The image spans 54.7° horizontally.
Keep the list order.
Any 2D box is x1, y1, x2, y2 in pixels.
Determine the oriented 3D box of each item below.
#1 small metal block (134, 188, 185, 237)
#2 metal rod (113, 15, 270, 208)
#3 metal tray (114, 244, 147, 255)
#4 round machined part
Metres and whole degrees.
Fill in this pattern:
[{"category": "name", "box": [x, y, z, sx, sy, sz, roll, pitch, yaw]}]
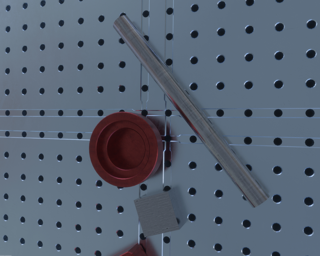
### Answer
[{"category": "small metal block", "box": [-0.001, 0.112, 0.412, 0.050, 0.025, 0.050, -19, 84, 18]}, {"category": "metal rod", "box": [0.033, -0.030, 0.400, 0.025, 0.025, 0.299, -40, 78, 15]}, {"category": "metal tray", "box": [-0.064, 0.232, 0.431, 0.130, 0.030, 0.090, -33, 80, 16]}, {"category": "round machined part", "box": [-0.042, 0.027, 0.417, 0.098, 0.042, 0.097, 0, 90, 19]}]
